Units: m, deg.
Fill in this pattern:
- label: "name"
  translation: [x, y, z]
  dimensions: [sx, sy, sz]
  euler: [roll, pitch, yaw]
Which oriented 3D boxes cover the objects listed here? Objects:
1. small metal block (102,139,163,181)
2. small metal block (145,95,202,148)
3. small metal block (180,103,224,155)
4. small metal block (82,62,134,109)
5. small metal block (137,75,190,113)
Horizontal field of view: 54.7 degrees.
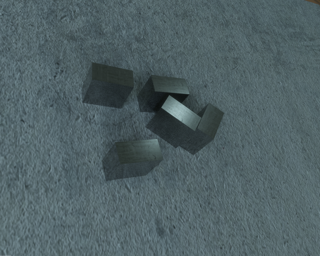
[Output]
- label: "small metal block"
  translation: [-0.032, 0.036, 0.348]
  dimensions: [0.050, 0.050, 0.025]
  euler: [-3, 64, -30]
- label: "small metal block"
  translation: [0.017, -0.007, 0.401]
  dimensions: [0.050, 0.050, 0.025]
  euler: [35, 51, -5]
- label: "small metal block"
  translation: [0.055, 0.002, 0.416]
  dimensions: [0.025, 0.050, 0.050]
  euler: [35, 51, -6]
- label: "small metal block"
  translation: [-0.065, -0.051, 0.383]
  dimensions: [0.050, 0.050, 0.025]
  euler: [8, 59, -24]
- label: "small metal block"
  translation: [0.003, -0.044, 0.416]
  dimensions: [0.050, 0.050, 0.025]
  euler: [1, 61, -28]
